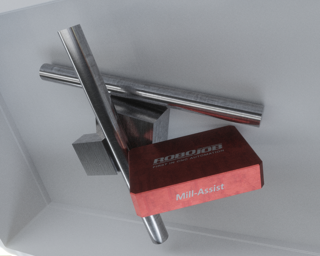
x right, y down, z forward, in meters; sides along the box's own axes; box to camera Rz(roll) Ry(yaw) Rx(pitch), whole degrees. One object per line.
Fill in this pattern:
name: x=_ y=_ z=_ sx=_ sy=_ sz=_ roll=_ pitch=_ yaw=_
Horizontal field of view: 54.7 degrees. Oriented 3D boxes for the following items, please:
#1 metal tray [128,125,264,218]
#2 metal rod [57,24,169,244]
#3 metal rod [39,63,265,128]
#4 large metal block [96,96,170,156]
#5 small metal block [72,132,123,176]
metal tray: x=0.033 y=0.042 z=0.338 sx=0.131 sy=0.090 sz=0.030 roll=-13 pitch=116 yaw=-1
metal rod: x=-0.048 y=0.024 z=0.381 sx=0.025 sy=0.025 sz=0.298 roll=-7 pitch=115 yaw=31
metal rod: x=-0.025 y=-0.046 z=0.391 sx=0.301 sy=0.025 sz=0.025 roll=14 pitch=124 yaw=20
large metal block: x=-0.036 y=0.005 z=0.412 sx=0.080 sy=0.050 sz=0.079 roll=17 pitch=125 yaw=18
small metal block: x=-0.078 y=0.034 z=0.403 sx=0.050 sy=0.025 sz=0.050 roll=-7 pitch=115 yaw=30
